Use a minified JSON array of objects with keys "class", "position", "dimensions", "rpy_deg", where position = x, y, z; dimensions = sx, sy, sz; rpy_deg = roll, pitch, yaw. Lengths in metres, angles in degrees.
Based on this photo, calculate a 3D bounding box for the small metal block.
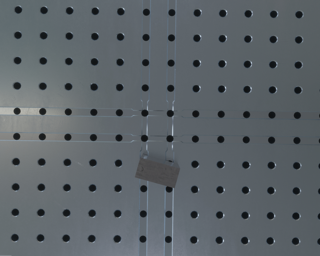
[{"class":"small metal block","position":[-0.003,0.054,0.401],"dimensions":[0.050,0.050,0.025],"rpy_deg":[16,90,0]}]
